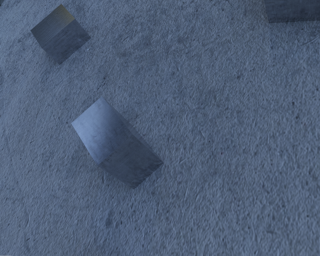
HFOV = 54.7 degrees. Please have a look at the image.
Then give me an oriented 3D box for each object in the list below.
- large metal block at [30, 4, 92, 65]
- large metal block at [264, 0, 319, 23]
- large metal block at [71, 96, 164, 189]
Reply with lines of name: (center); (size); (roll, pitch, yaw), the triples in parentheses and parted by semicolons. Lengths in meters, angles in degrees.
large metal block: (-0.193, -0.183, 0.602); (0.080, 0.050, 0.080); (-41, 51, 0)
large metal block: (0.188, -0.187, 0.404); (0.080, 0.050, 0.080); (8, 66, 31)
large metal block: (-0.052, 0.019, 0.384); (0.050, 0.080, 0.080); (-42, 51, 0)
